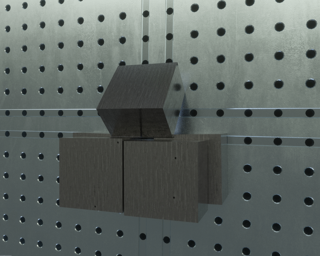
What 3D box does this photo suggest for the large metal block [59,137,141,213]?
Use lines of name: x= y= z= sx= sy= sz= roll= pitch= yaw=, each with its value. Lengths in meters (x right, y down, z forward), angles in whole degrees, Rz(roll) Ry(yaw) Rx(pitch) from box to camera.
large metal block: x=-0.069 y=0.051 z=0.366 sx=0.080 sy=0.050 sz=0.079 roll=0 pitch=90 yaw=19

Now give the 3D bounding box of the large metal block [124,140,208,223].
large metal block: x=0.008 y=0.053 z=0.341 sx=0.080 sy=0.050 sz=0.079 roll=0 pitch=90 yaw=19

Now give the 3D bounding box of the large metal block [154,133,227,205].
large metal block: x=0.040 y=0.047 z=0.384 sx=0.080 sy=0.050 sz=0.079 roll=-1 pitch=90 yaw=19

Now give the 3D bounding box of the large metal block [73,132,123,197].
large metal block: x=-0.071 y=0.047 z=0.424 sx=0.080 sy=0.050 sz=0.079 roll=2 pitch=91 yaw=19

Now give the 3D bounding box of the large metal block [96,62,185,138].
large metal block: x=-0.020 y=-0.035 z=0.384 sx=0.080 sy=0.050 sz=0.080 roll=1 pitch=48 yaw=19
